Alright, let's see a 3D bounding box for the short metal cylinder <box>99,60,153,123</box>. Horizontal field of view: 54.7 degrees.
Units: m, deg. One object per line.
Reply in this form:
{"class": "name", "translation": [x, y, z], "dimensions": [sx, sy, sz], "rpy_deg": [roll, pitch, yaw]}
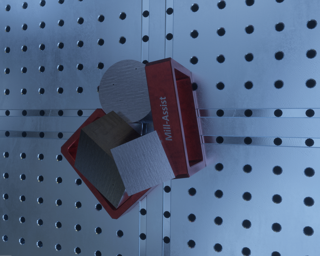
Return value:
{"class": "short metal cylinder", "translation": [-0.033, -0.046, 0.410], "dimensions": [0.080, 0.050, 0.079], "rpy_deg": [0, 90, 19]}

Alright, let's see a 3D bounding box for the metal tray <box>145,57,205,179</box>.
{"class": "metal tray", "translation": [0.021, -0.010, 0.370], "dimensions": [0.030, 0.090, 0.129], "rpy_deg": [-10, 87, 19]}

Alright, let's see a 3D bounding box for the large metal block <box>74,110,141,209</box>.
{"class": "large metal block", "translation": [-0.056, 0.040, 0.385], "dimensions": [0.080, 0.050, 0.079], "rpy_deg": [41, 138, 14]}

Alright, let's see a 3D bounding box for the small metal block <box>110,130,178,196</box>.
{"class": "small metal block", "translation": [-0.015, 0.036, 0.317], "dimensions": [0.050, 0.025, 0.050], "rpy_deg": [-23, 83, 7]}

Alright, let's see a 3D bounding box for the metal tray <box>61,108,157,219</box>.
{"class": "metal tray", "translation": [-0.067, 0.048, 0.431], "dimensions": [0.090, 0.030, 0.130], "rpy_deg": [-45, 77, 14]}
